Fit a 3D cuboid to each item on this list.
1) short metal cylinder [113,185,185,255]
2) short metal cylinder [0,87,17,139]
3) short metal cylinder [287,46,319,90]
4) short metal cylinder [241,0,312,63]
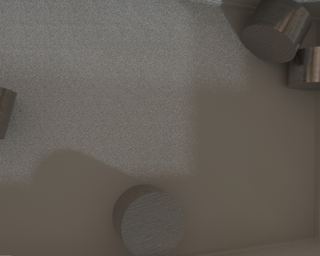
[{"bbox_3d":[-0.015,0.116,0.392,0.081,0.050,0.080,0,90,-20],"label":"short metal cylinder"},{"bbox_3d":[-0.193,-0.022,0.310,0.081,0.080,0.050,15,85,-20],"label":"short metal cylinder"},{"bbox_3d":[0.237,-0.088,0.468,0.081,0.080,0.050,4,89,-20],"label":"short metal cylinder"},{"bbox_3d":[0.165,-0.138,0.441,0.080,0.080,0.050,34,79,-17],"label":"short metal cylinder"}]
